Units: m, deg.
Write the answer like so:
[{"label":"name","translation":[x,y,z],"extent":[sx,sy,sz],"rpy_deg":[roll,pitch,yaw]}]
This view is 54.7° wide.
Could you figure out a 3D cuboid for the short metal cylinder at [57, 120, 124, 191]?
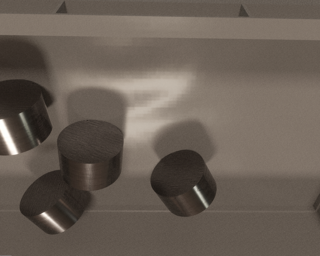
[{"label":"short metal cylinder","translation":[-0.089,0.034,0.400],"extent":[0.081,0.080,0.050],"rpy_deg":[5,130,-5]}]

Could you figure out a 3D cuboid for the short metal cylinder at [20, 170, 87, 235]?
[{"label":"short metal cylinder","translation":[-0.159,0.111,0.465],"extent":[0.080,0.080,0.050],"rpy_deg":[-18,128,14]}]

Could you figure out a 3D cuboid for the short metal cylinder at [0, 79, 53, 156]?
[{"label":"short metal cylinder","translation":[-0.172,-0.014,0.358],"extent":[0.081,0.080,0.050],"rpy_deg":[-1,130,1]}]

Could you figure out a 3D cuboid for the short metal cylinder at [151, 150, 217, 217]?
[{"label":"short metal cylinder","translation":[0.034,0.078,0.440],"extent":[0.080,0.080,0.050],"rpy_deg":[-20,128,15]}]
